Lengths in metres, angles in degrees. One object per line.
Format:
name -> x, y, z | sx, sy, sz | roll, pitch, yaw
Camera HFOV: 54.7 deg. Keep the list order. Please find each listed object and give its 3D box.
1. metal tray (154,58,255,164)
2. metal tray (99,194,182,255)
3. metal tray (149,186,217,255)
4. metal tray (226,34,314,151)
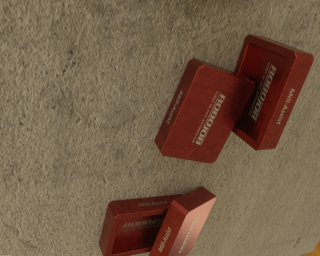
metal tray -> 0.058, -0.018, 0.416 | 0.091, 0.030, 0.129 | 12, 113, -27
metal tray -> -0.022, 0.153, 0.486 | 0.131, 0.030, 0.089 | 1, 118, -29
metal tray -> 0.036, 0.165, 0.504 | 0.091, 0.030, 0.129 | -9, 126, -51
metal tray -> 0.132, -0.047, 0.407 | 0.030, 0.090, 0.129 | -1, 119, -28
